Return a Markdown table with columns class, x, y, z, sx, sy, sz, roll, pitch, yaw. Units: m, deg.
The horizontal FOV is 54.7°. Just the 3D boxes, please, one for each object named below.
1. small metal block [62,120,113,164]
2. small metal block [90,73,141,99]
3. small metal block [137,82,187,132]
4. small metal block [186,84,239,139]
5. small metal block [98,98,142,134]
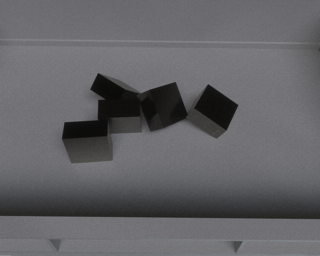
| class | x | y | z | sx | sy | sz | roll | pitch | yaw |
| --- | --- | --- | --- | --- | --- | --- | --- | --- | --- |
| small metal block | -0.085 | 0.017 | 0.373 | 0.050 | 0.050 | 0.025 | -4 | 50 | -3 |
| small metal block | -0.058 | -0.049 | 0.427 | 0.050 | 0.050 | 0.025 | 32 | 101 | 24 |
| small metal block | 0.004 | -0.028 | 0.402 | 0.050 | 0.025 | 0.050 | -24 | 95 | -43 |
| small metal block | 0.070 | -0.022 | 0.413 | 0.050 | 0.025 | 0.050 | 35 | 55 | -3 |
| small metal block | -0.050 | -0.014 | 0.397 | 0.050 | 0.050 | 0.025 | -2 | 67 | -2 |
